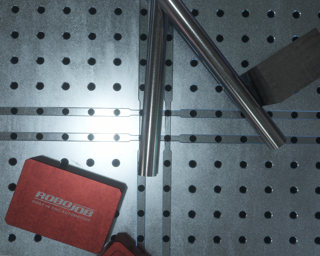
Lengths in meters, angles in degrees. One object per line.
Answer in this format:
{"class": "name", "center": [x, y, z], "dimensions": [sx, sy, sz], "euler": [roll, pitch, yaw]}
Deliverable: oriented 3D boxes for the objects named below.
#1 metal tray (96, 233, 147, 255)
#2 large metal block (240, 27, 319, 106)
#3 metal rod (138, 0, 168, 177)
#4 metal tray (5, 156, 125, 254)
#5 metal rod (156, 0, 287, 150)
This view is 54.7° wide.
{"class": "metal tray", "center": [-0.038, 0.218, 0.410], "dimensions": [0.130, 0.030, 0.090], "euler": [43, 90, -1]}
{"class": "large metal block", "center": [0.155, -0.071, 0.388], "dimensions": [0.080, 0.080, 0.050], "euler": [-33, 90, 0]}
{"class": "metal rod", "center": [-0.006, -0.086, 0.413], "dimensions": [0.025, 0.025, 0.298], "euler": [4, 90, -1]}
{"class": "metal tray", "center": [-0.123, 0.100, 0.409], "dimensions": [0.131, 0.030, 0.090], "euler": [19, 90, -1]}
{"class": "metal rod", "center": [0.065, -0.094, 0.398], "dimensions": [0.025, 0.025, 0.300], "euler": [-39, 97, 0]}
